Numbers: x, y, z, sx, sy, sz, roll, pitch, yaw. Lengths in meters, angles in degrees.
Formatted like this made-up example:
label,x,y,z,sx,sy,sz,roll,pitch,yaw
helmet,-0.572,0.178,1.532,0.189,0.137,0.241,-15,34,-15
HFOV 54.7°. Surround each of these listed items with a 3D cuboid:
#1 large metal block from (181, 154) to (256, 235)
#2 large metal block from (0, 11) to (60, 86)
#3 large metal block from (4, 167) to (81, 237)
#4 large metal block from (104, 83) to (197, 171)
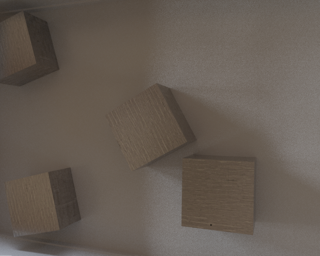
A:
label,x,y,z,sx,sy,sz,roll,pitch,yaw
large metal block,0.072,0.075,0.371,0.080,0.050,0.079,1,90,19
large metal block,-0.210,-0.117,0.469,0.080,0.050,0.080,-18,84,18
large metal block,-0.172,0.108,0.456,0.080,0.050,0.080,-14,85,19
large metal block,-0.011,0.000,0.400,0.080,0.050,0.080,-30,81,17
